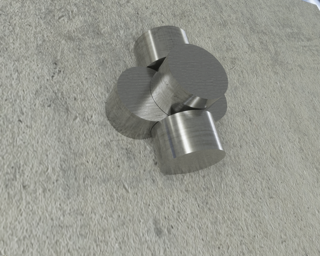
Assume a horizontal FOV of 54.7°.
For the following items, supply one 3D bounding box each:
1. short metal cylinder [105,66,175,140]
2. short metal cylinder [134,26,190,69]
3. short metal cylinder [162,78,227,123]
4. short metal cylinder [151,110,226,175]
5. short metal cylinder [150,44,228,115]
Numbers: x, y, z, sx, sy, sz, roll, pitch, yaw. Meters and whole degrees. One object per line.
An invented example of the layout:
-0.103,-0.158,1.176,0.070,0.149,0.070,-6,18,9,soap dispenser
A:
-0.024,-0.031,0.396,0.081,0.050,0.080,14,56,-21,short metal cylinder
0.007,-0.096,0.434,0.081,0.080,0.050,0,62,-29,short metal cylinder
0.046,-0.032,0.435,0.081,0.050,0.080,14,56,-21,short metal cylinder
0.034,0.020,0.378,0.081,0.080,0.050,0,62,-29,short metal cylinder
0.035,-0.055,0.378,0.081,0.050,0.080,14,56,-21,short metal cylinder
